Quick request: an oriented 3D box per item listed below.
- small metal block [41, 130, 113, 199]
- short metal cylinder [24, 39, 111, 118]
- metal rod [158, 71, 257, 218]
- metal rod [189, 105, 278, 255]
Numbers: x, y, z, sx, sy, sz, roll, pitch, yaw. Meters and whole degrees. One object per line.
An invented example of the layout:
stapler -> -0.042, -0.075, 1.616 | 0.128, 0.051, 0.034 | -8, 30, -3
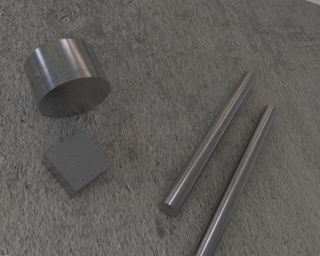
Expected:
small metal block -> -0.089, 0.038, 0.333 | 0.050, 0.025, 0.050 | 49, 51, 6
short metal cylinder -> -0.102, -0.053, 0.346 | 0.081, 0.080, 0.050 | -15, 70, -34
metal rod -> 0.083, 0.002, 0.446 | 0.025, 0.025, 0.301 | 40, 51, -1
metal rod -> 0.111, 0.063, 0.424 | 0.025, 0.025, 0.301 | 40, 51, -1
